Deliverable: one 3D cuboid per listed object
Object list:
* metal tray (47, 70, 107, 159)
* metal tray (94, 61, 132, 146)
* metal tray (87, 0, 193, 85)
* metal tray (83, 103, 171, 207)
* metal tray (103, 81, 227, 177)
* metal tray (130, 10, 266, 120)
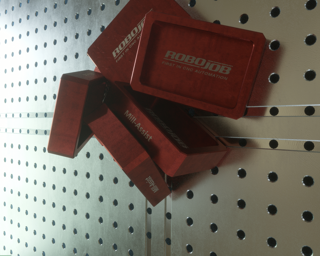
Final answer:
[{"bbox_3d":[-0.100,-0.025,0.394,0.030,0.130,0.089,14,102,-4],"label":"metal tray"},{"bbox_3d":[-0.071,-0.049,0.466,0.090,0.030,0.129,46,117,29],"label":"metal tray"},{"bbox_3d":[-0.026,-0.114,0.404,0.130,0.030,0.090,-44,66,15],"label":"metal tray"},{"bbox_3d":[-0.036,0.037,0.377,0.030,0.130,0.090,-38,60,-9],"label":"metal tray"},{"bbox_3d":[0.005,-0.003,0.362,0.130,0.091,0.030,46,117,30],"label":"metal tray"},{"bbox_3d":[0.039,-0.070,0.343,0.130,0.030,0.089,17,102,15],"label":"metal tray"}]
